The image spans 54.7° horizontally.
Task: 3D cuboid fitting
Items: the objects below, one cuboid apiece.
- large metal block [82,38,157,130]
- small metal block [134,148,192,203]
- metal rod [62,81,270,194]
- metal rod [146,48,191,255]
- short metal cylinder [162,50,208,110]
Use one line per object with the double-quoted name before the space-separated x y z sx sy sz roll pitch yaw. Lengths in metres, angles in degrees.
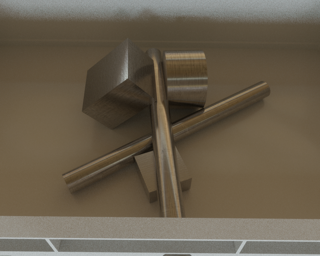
"large metal block" -0.053 -0.057 0.409 0.080 0.050 0.080 -31 44 27
"small metal block" 0.003 0.052 0.360 0.050 0.025 0.050 -17 52 -14
"metal rod" 0.023 0.003 0.400 0.302 0.025 0.025 -25 55 -20
"metal rod" 0.002 0.003 0.367 0.025 0.025 0.300 -4 49 -3
"short metal cylinder" 0.031 -0.065 0.422 0.050 0.080 0.080 -2 50 -4
